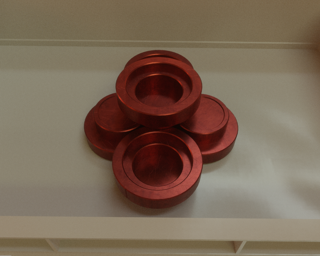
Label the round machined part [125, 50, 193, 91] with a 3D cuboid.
[{"bbox_3d":[-0.002,-0.066,0.447,0.099,0.042,0.098,0,50,0],"label":"round machined part"}]

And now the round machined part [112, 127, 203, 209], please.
[{"bbox_3d":[-0.003,0.047,0.352,0.099,0.042,0.098,0,50,0],"label":"round machined part"}]

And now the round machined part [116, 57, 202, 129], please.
[{"bbox_3d":[-0.001,-0.037,0.368,0.099,0.042,0.098,0,50,0],"label":"round machined part"}]

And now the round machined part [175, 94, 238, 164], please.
[{"bbox_3d":[0.051,-0.006,0.397,0.099,0.042,0.098,0,50,0],"label":"round machined part"}]

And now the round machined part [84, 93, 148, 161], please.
[{"bbox_3d":[-0.048,-0.009,0.398,0.099,0.042,0.098,0,50,0],"label":"round machined part"}]
